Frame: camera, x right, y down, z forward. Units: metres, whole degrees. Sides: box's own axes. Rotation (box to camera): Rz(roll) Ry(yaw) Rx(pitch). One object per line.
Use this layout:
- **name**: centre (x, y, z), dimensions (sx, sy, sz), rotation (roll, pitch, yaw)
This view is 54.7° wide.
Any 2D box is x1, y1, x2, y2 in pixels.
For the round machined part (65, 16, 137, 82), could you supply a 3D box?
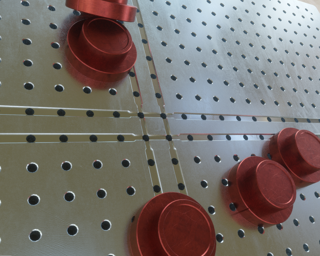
- **round machined part**: centre (-0.077, -0.115, 0.427), dimensions (0.099, 0.042, 0.098), rotation (14, 56, -21)

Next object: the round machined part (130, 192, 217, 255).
- **round machined part**: centre (0.021, 0.117, 0.339), dimensions (0.099, 0.042, 0.098), rotation (14, 56, -21)

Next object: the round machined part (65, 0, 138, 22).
- **round machined part**: centre (-0.080, -0.183, 0.436), dimensions (0.099, 0.042, 0.098), rotation (12, 22, -5)

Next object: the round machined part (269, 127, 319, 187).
- **round machined part**: centre (0.229, 0.041, 0.498), dimensions (0.099, 0.042, 0.098), rotation (14, 56, -21)

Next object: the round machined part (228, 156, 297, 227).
- **round machined part**: centre (0.147, 0.083, 0.428), dimensions (0.099, 0.042, 0.098), rotation (14, 56, -21)
